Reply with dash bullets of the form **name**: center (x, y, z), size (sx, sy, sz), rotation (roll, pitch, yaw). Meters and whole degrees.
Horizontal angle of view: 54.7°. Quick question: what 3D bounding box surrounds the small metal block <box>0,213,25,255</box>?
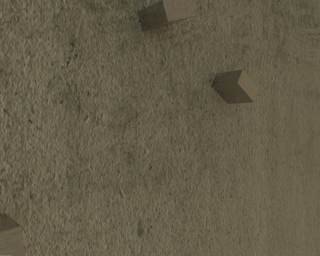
- **small metal block**: center (-0.150, 0.097, 0.262), size (0.050, 0.050, 0.025), rotation (-9, 96, -40)

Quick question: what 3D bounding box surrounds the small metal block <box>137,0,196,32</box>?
- **small metal block**: center (0.008, -0.145, 0.394), size (0.050, 0.050, 0.025), rotation (-27, 107, -37)

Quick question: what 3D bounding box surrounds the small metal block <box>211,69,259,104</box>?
- **small metal block**: center (0.118, -0.063, 0.486), size (0.050, 0.050, 0.025), rotation (39, 66, -33)
